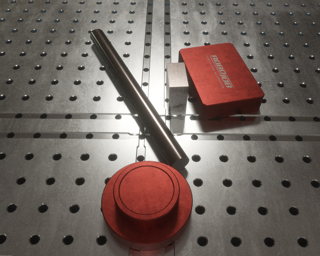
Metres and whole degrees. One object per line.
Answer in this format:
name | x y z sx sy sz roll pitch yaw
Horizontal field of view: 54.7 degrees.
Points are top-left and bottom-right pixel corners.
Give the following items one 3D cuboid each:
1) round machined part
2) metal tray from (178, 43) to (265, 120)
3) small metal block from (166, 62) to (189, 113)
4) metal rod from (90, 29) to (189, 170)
round machined part | -0.014 0.075 0.333 0.099 0.042 0.098 0 50 0
metal tray | 0.087 -0.075 0.469 0.091 0.030 0.130 -10 51 -9
small metal block | 0.023 -0.057 0.440 0.025 0.050 0.050 -3 50 -2
metal rod | -0.043 -0.059 0.456 0.025 0.025 0.300 -21 53 -17
